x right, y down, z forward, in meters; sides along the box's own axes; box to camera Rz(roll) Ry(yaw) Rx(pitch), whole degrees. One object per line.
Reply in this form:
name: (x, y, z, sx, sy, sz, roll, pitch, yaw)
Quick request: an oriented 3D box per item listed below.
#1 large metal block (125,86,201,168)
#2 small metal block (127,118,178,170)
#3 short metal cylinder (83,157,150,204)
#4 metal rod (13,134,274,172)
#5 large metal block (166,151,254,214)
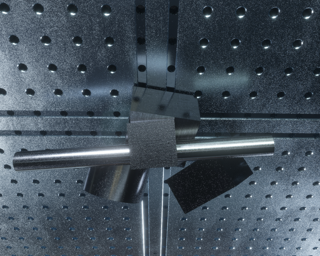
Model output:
large metal block: (-0.001, 0.000, 0.390, 0.081, 0.050, 0.079, 8, 130, -7)
small metal block: (-0.007, 0.017, 0.340, 0.050, 0.025, 0.050, -4, 95, 3)
short metal cylinder: (-0.057, 0.066, 0.418, 0.081, 0.080, 0.050, 15, 86, -13)
metal rod: (-0.022, 0.030, 0.367, 0.302, 0.025, 0.025, -4, 130, 3)
large metal block: (0.069, 0.066, 0.419, 0.080, 0.050, 0.080, -37, 165, 27)
